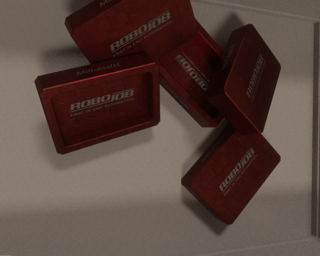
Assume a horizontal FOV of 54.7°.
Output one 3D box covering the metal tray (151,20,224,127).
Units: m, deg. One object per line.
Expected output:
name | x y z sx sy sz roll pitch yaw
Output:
metal tray | 0.053 -0.074 0.428 0.130 0.030 0.090 44 76 -15

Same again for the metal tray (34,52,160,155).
metal tray | -0.065 -0.029 0.359 0.131 0.030 0.089 -18 132 -20

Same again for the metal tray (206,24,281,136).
metal tray | 0.118 -0.066 0.422 0.090 0.030 0.130 42 57 -28

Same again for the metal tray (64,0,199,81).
metal tray | -0.027 -0.114 0.353 0.130 0.030 0.090 -32 143 -1

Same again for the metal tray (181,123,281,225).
metal tray | 0.105 0.060 0.448 0.090 0.030 0.130 46 75 -15
